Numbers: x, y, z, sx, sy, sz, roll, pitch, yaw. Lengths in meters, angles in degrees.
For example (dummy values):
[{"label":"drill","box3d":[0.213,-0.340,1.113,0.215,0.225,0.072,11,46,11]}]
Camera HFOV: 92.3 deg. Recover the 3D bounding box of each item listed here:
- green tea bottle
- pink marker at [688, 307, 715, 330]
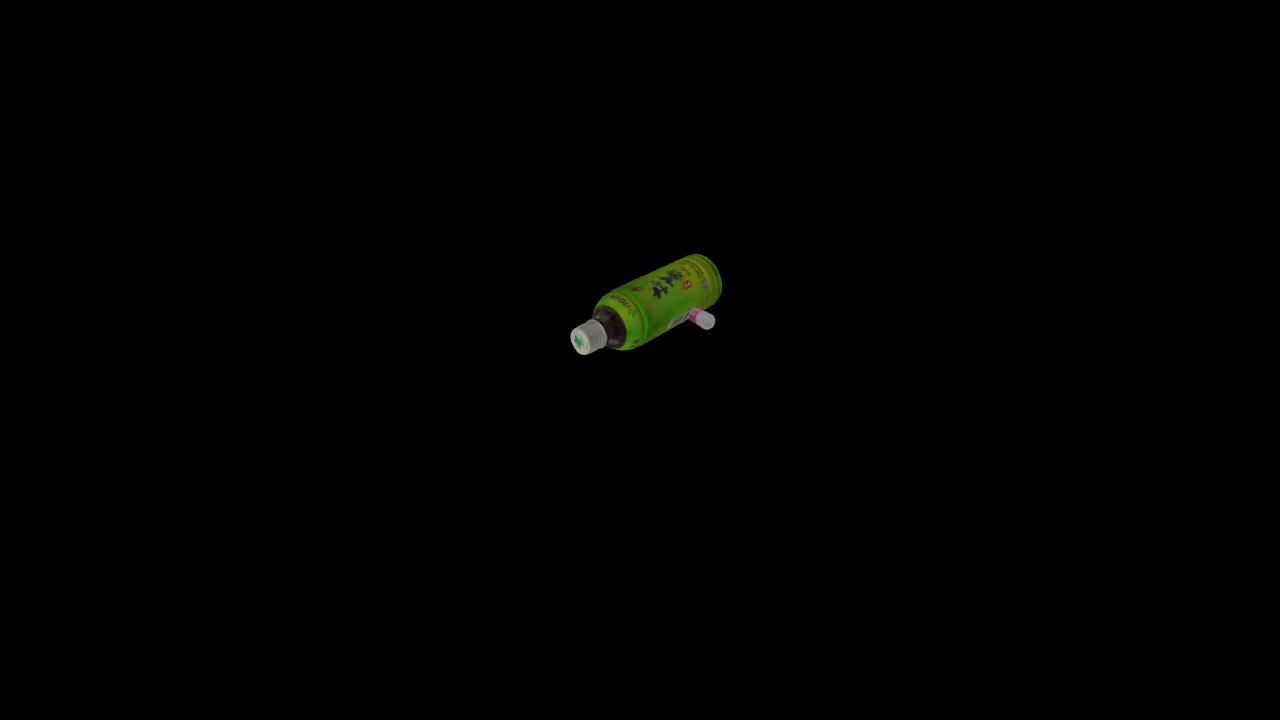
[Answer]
[{"label":"green tea bottle","box3d":[0.008,-0.059,0.699,0.073,0.073,0.212,0,24,44]},{"label":"pink marker","box3d":[0.058,-0.061,0.752,0.020,0.020,0.121,0,17,-20]}]
